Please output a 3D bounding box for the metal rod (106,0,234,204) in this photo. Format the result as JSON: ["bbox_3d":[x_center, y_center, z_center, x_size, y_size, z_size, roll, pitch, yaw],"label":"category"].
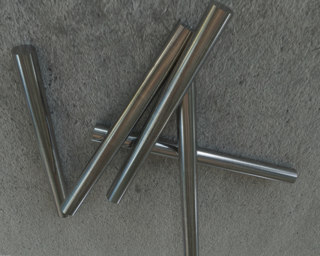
[{"bbox_3d":[-0.005,-0.006,0.369,0.025,0.025,0.298,19,126,-16],"label":"metal rod"}]

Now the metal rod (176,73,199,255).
[{"bbox_3d":[0.040,0.071,0.426,0.025,0.025,0.298,-3,118,3],"label":"metal rod"}]

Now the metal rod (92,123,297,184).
[{"bbox_3d":[0.056,0.039,0.440,0.302,0.025,0.025,13,129,-12],"label":"metal rod"}]

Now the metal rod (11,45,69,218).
[{"bbox_3d":[-0.155,0.029,0.430,0.025,0.025,0.298,2,130,-2],"label":"metal rod"}]

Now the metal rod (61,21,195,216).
[{"bbox_3d":[-0.051,0.006,0.382,0.025,0.025,0.298,26,117,-21],"label":"metal rod"}]
